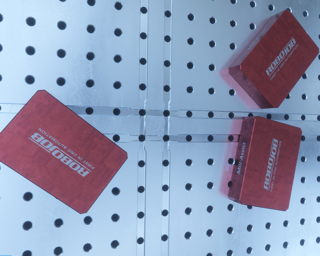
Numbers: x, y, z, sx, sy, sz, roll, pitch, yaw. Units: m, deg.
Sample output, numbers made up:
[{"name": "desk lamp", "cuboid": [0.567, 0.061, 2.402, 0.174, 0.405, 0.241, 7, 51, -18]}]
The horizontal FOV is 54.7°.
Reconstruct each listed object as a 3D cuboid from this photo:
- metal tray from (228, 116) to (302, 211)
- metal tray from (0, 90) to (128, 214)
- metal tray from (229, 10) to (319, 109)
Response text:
[{"name": "metal tray", "cuboid": [0.161, 0.054, 0.472, 0.091, 0.030, 0.129, 14, 85, -20]}, {"name": "metal tray", "cuboid": [-0.116, 0.029, 0.368, 0.130, 0.030, 0.090, 40, 77, -16]}, {"name": "metal tray", "cuboid": [0.178, -0.104, 0.478, 0.090, 0.030, 0.130, 44, 76, -15]}]
